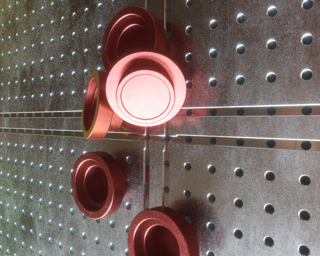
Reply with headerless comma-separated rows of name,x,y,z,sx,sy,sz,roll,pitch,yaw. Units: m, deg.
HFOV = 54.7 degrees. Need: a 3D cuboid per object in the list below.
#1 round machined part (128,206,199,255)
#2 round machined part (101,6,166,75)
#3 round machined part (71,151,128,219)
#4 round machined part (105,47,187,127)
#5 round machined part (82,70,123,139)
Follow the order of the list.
round machined part,0.008,0.147,0.390,0.098,0.042,0.097,0,90,39
round machined part,-0.031,-0.109,0.419,0.098,0.042,0.097,-3,85,37
round machined part,-0.088,0.084,0.468,0.098,0.042,0.097,0,90,39
round machined part,-0.017,-0.044,0.373,0.097,0.098,0.042,-58,15,24
round machined part,-0.080,-0.031,0.446,0.098,0.042,0.098,-27,59,60
